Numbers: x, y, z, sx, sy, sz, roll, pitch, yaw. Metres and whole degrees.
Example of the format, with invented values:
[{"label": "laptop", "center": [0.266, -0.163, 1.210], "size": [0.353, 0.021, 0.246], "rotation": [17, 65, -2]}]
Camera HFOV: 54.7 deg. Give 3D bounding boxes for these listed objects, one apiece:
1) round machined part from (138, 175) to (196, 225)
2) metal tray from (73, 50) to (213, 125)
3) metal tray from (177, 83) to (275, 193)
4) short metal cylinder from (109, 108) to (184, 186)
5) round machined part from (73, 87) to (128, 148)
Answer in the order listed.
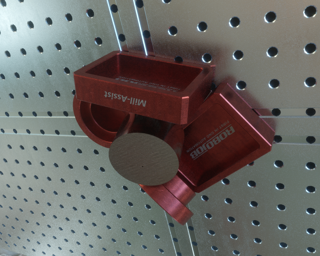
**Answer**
[{"label": "round machined part", "center": [0.010, 0.082, 0.422], "size": [0.098, 0.042, 0.098], "rotation": [43, 173, 7]}, {"label": "metal tray", "center": [-0.016, -0.050, 0.345], "size": [0.130, 0.090, 0.030], "rotation": [14, 124, 19]}, {"label": "metal tray", "center": [0.061, 0.018, 0.385], "size": [0.090, 0.030, 0.129], "rotation": [45, 129, -4]}, {"label": "short metal cylinder", "center": [-0.014, 0.022, 0.367], "size": [0.080, 0.050, 0.079], "rotation": [6, 128, 8]}, {"label": "round machined part", "center": [-0.064, -0.023, 0.418], "size": [0.098, 0.042, 0.097], "rotation": [13, 124, 20]}]
